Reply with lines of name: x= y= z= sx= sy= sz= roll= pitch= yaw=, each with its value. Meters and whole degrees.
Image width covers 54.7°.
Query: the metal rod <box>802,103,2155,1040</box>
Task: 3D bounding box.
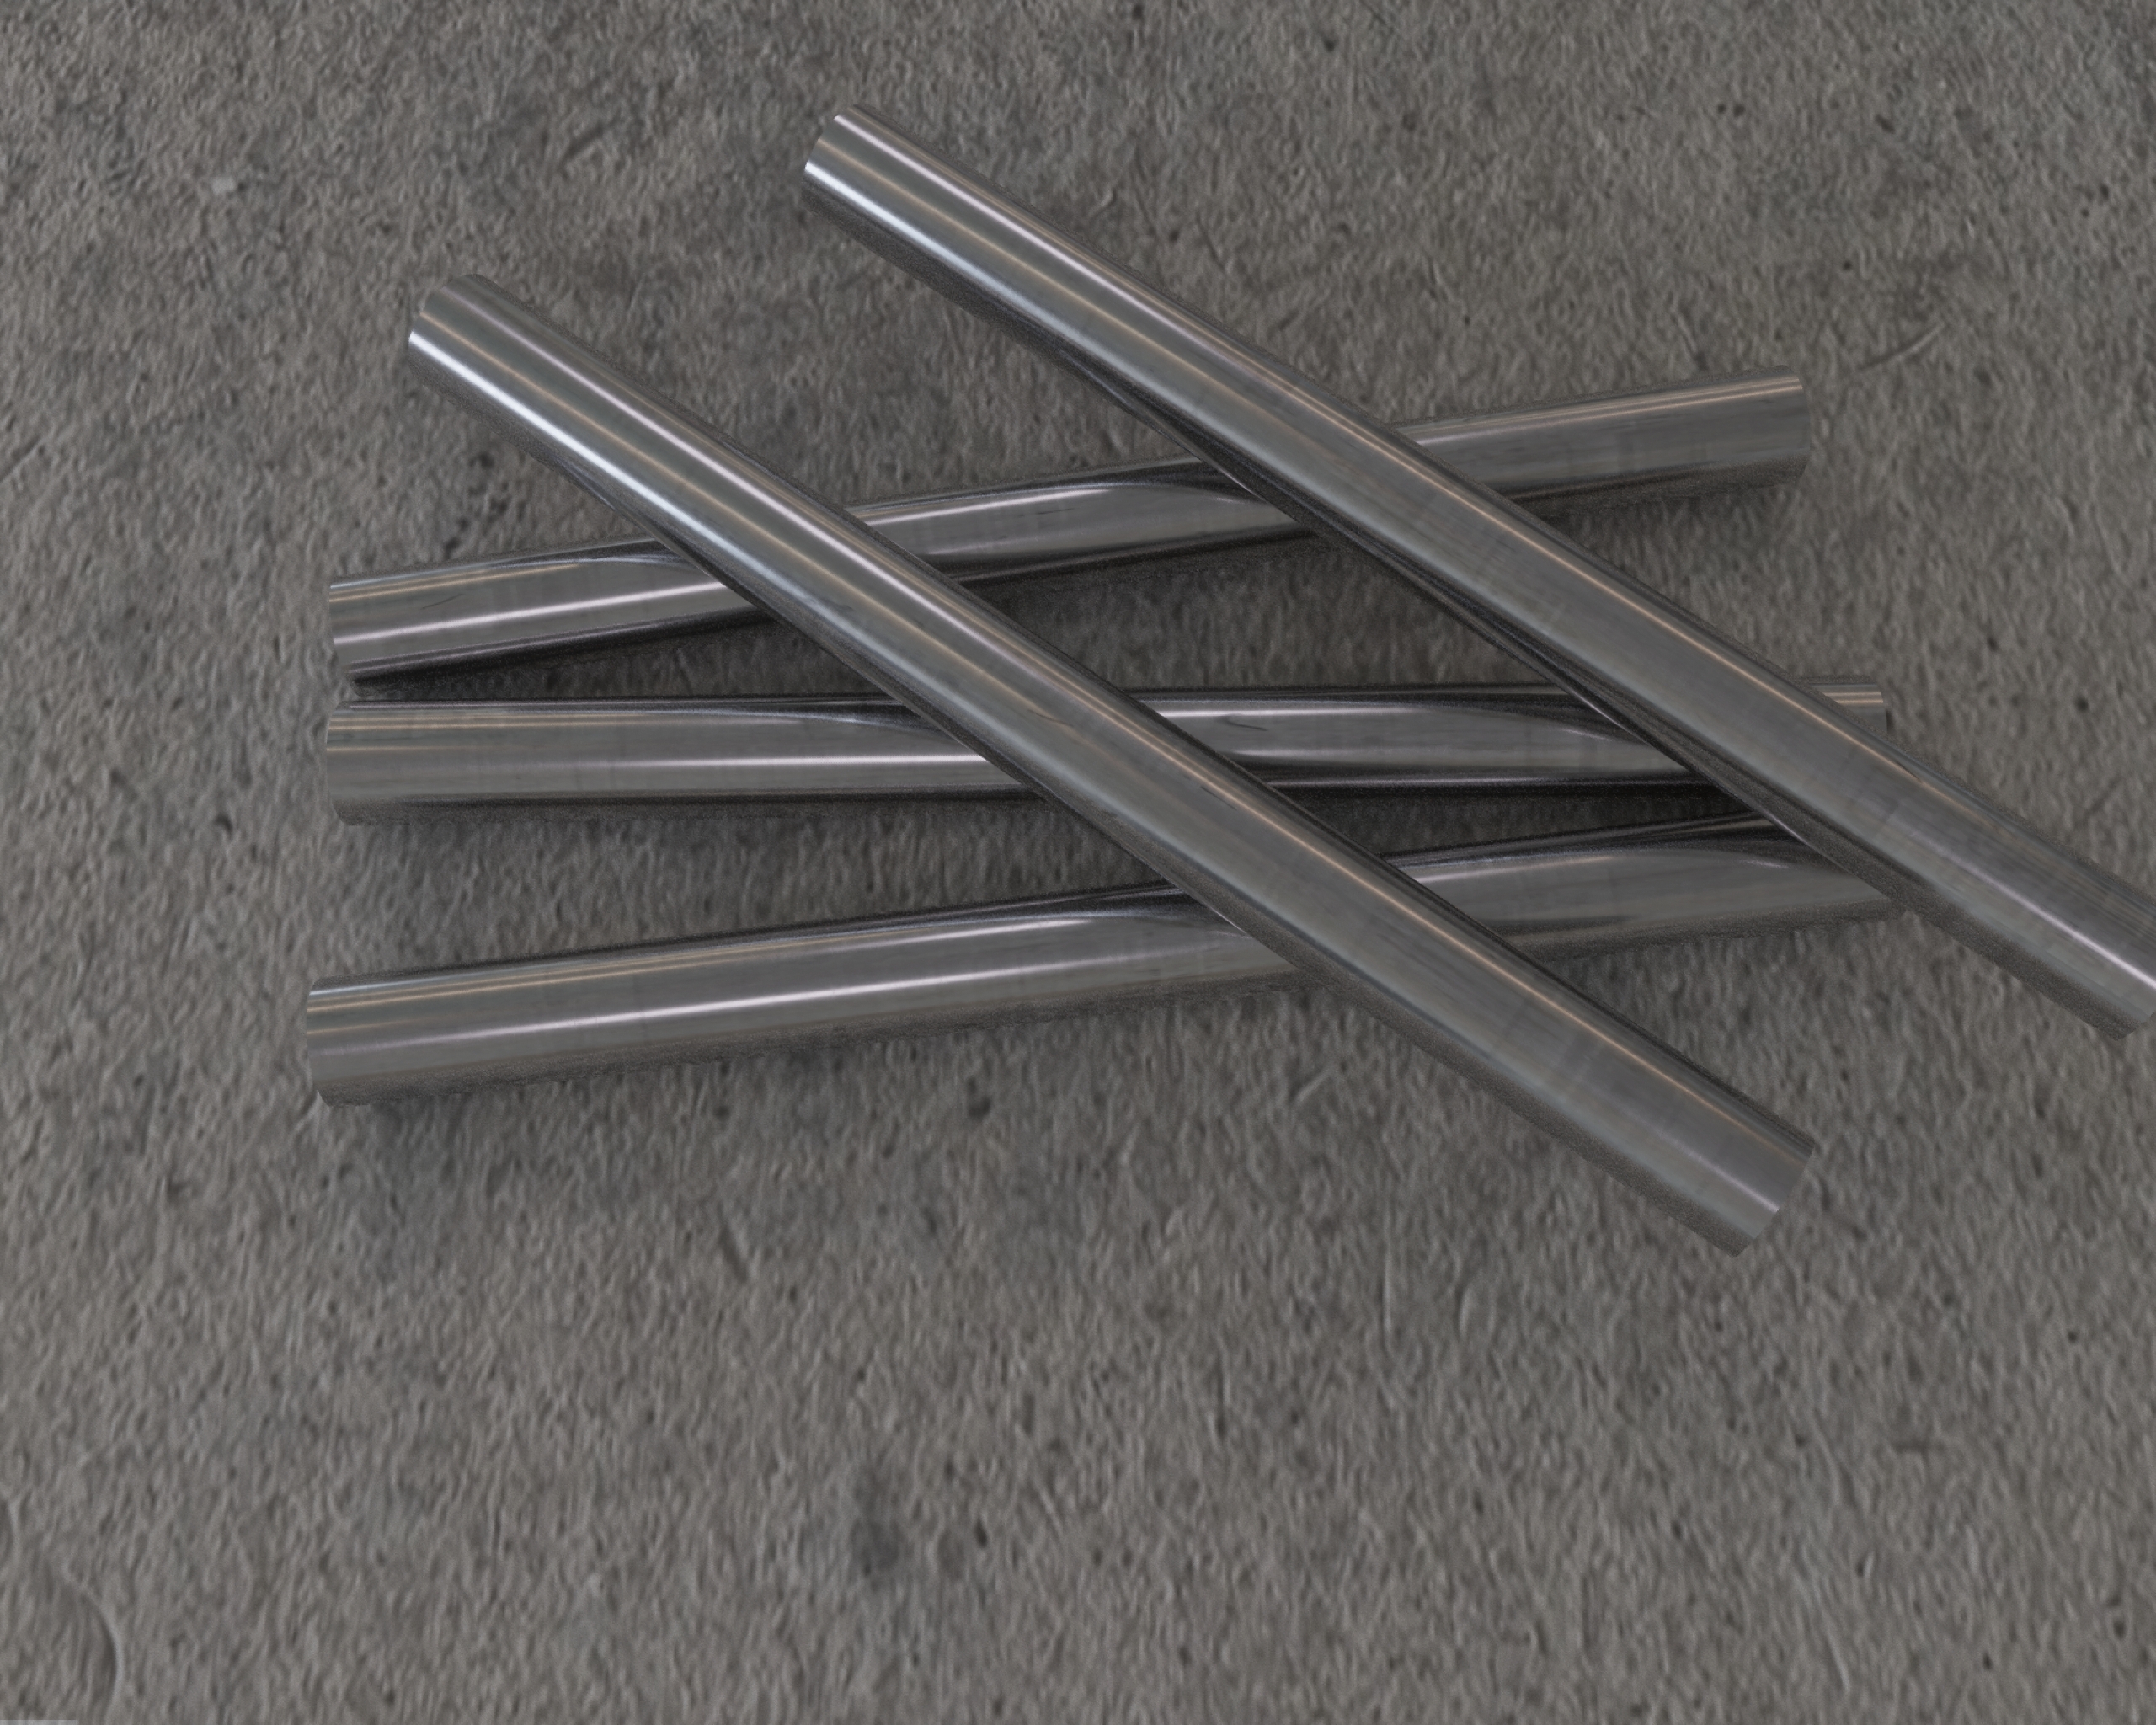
metal rod: x=0.072 y=-0.062 z=0.403 sx=0.300 sy=0.025 sz=0.025 roll=35 pitch=74 yaw=11

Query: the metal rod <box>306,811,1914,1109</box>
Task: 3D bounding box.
metal rod: x=0.008 y=0.017 z=0.401 sx=0.302 sy=0.025 sz=0.025 roll=-7 pitch=70 yaw=-3

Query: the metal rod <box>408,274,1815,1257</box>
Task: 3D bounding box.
metal rod: x=-0.003 y=-0.024 z=0.389 sx=0.300 sy=0.025 sz=0.025 roll=34 pitch=74 yaw=11

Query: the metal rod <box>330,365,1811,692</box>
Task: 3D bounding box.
metal rod: x=0.001 y=-0.069 z=0.433 sx=0.302 sy=0.025 sz=0.025 roll=-9 pitch=70 yaw=-4

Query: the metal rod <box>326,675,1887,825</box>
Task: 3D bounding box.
metal rod: x=0.006 y=-0.022 z=0.416 sx=0.302 sy=0.025 sz=0.025 roll=-1 pitch=70 yaw=-1
